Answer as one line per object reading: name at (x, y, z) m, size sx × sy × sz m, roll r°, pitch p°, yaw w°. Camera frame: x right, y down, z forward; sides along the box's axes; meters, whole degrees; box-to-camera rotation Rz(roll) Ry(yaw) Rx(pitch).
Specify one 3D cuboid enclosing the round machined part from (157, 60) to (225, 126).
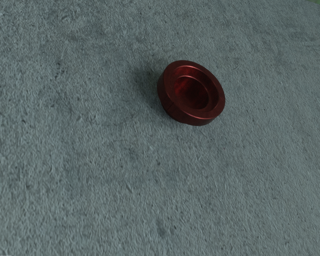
round machined part at (0.040, -0.045, 0.441) m, size 0.099 × 0.042 × 0.098 m, roll 13°, pitch 56°, yaw -21°
